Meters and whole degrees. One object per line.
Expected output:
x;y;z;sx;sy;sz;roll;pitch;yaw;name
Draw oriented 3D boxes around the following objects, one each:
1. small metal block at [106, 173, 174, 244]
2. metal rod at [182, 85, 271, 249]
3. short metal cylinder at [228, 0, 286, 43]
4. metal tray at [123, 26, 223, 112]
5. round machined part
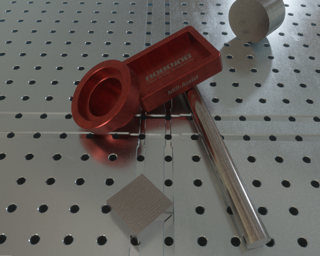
-0.021;0.086;0.335;0.050;0.025;0.050;-35;59;-26;small metal block
0.063;0.005;0.404;0.025;0.025;0.300;-11;51;-9;metal rod
0.168;-0.195;0.538;0.080;0.080;0.050;37;59;26;short metal cylinder
0.013;-0.089;0.452;0.131;0.030;0.090;-30;52;-3;metal tray
-0.066;-0.037;0.407;0.098;0.042;0.098;-14;61;28;round machined part
